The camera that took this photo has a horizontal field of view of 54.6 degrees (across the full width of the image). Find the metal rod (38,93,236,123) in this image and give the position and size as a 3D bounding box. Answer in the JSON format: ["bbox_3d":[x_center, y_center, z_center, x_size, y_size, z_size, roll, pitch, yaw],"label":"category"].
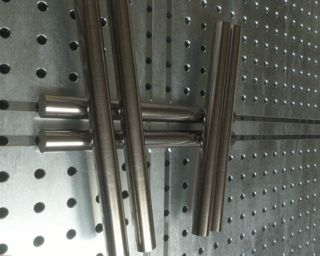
[{"bbox_3d":[-0.002,-0.020,0.407,0.302,0.025,0.025,1,90,-40],"label":"metal rod"}]

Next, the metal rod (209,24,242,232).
[{"bbox_3d":[0.093,-0.004,0.454,0.025,0.025,0.299,12,83,-39],"label":"metal rod"}]

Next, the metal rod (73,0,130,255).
[{"bbox_3d":[-0.061,-0.006,0.325,0.025,0.025,0.298,-11,97,-39],"label":"metal rod"}]

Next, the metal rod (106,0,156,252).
[{"bbox_3d":[-0.032,-0.008,0.349,0.025,0.025,0.298,-10,97,-39],"label":"metal rod"}]

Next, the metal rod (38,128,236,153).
[{"bbox_3d":[-0.002,0.015,0.407,0.302,0.025,0.025,1,90,-40],"label":"metal rod"}]

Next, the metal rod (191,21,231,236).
[{"bbox_3d":[0.073,-0.003,0.437,0.025,0.025,0.299,12,83,-39],"label":"metal rod"}]
